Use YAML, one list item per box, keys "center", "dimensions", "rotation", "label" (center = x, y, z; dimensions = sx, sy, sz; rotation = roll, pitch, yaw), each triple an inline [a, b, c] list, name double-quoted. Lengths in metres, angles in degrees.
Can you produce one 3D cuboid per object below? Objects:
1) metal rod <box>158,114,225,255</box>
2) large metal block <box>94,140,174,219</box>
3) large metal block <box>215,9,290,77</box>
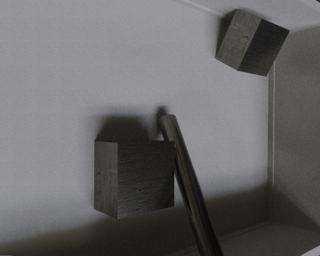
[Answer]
- center: [0.049, 0.113, 0.348]
  dimensions: [0.025, 0.025, 0.299]
  rotation: [10, 51, -40]
  label: "metal rod"
- center: [-0.030, 0.055, 0.367]
  dimensions: [0.081, 0.050, 0.079]
  rotation: [0, 90, -40]
  label: "large metal block"
- center: [0.147, -0.133, 0.495]
  dimensions: [0.081, 0.050, 0.079]
  rotation: [1, 121, -40]
  label: "large metal block"
